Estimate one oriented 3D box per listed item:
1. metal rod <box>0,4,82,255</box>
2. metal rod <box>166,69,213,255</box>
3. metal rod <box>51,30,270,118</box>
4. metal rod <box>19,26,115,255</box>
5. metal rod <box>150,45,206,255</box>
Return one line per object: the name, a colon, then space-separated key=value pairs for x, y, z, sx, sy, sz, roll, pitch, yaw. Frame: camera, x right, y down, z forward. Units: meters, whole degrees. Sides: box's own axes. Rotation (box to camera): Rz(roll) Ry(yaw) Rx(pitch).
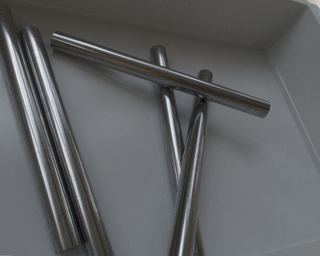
metal rod: x=-0.142 y=-0.016 z=0.338 sx=0.025 sy=0.025 sz=0.299 roll=-11 pitch=68 yaw=-33
metal rod: x=0.045 y=0.020 z=0.389 sx=0.025 sy=0.025 sz=0.300 roll=27 pitch=44 yaw=-12
metal rod: x=0.006 y=-0.070 z=0.419 sx=0.302 sy=0.025 sz=0.025 roll=17 pitch=54 yaw=-7
metal rod: x=-0.107 y=0.010 z=0.341 sx=0.025 sy=0.025 sz=0.299 roll=-11 pitch=67 yaw=-33
metal rod: x=0.017 y=0.013 z=0.406 sx=0.025 sy=0.025 sz=0.299 roll=5 pitch=59 yaw=-26
